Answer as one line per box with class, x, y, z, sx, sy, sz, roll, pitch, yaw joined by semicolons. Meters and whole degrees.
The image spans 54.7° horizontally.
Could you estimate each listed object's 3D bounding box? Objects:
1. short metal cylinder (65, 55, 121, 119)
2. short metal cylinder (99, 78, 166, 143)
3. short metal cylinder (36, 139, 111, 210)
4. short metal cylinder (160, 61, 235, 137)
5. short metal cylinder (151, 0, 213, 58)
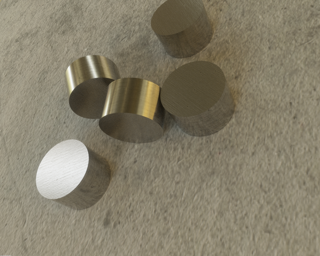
short metal cylinder;-0.094;-0.059;0.452;0.080;0.080;0.050;-29;52;9
short metal cylinder;-0.033;-0.020;0.397;0.080;0.080;0.050;-7;59;24
short metal cylinder;-0.113;0.062;0.407;0.080;0.050;0.080;-13;56;20
short metal cylinder;0.047;-0.036;0.384;0.080;0.050;0.080;-13;56;20
short metal cylinder;0.034;-0.152;0.462;0.080;0.050;0.080;-13;56;20
